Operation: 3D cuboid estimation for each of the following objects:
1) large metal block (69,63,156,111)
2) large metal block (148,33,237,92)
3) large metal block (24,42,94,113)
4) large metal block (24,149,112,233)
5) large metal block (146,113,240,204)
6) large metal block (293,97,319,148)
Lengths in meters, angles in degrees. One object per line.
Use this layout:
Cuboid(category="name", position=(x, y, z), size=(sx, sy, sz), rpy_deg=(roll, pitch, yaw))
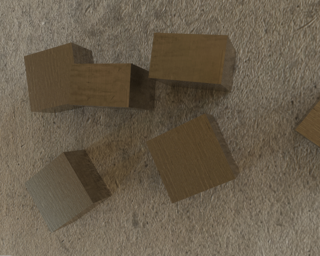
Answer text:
Cuboid(category="large metal block", position=(-0.058, -0.051, 0.400), size=(0.080, 0.080, 0.050), rpy_deg=(4, 92, 20))
Cuboid(category="large metal block", position=(0.042, -0.075, 0.365), size=(0.080, 0.080, 0.050), rpy_deg=(8, 93, 20))
Cuboid(category="large metal block", position=(-0.140, -0.068, 0.445), size=(0.080, 0.050, 0.080), rpy_deg=(-10, 87, 19))
Cuboid(category="large metal block", position=(-0.130, 0.088, 0.442), size=(0.080, 0.050, 0.080), rpy_deg=(-37, 78, 16))
Cuboid(category="large metal block", position=(0.041, 0.036, 0.381), size=(0.080, 0.050, 0.080), rpy_deg=(-26, 82, 18))
Cuboid(category="large metal block", position=(0.201, -0.006, 0.324), size=(0.080, 0.050, 0.080), rpy_deg=(39, 102, 15))
